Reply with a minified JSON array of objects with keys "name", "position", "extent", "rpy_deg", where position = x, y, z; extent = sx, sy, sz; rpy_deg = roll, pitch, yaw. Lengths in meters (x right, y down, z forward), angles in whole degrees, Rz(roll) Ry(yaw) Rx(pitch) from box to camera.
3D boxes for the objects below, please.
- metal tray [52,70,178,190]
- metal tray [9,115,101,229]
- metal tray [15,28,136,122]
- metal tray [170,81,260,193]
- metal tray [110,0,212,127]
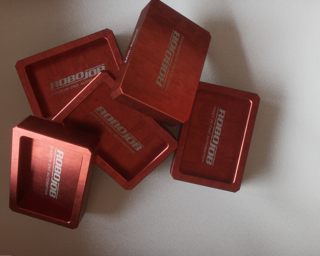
[{"name":"metal tray","position":[-0.053,0.004,0.385],"extent":[0.090,0.030,0.130],"rpy_deg":[-43,105,6]},{"name":"metal tray","position":[-0.130,0.057,0.376],"extent":[0.090,0.030,0.129],"rpy_deg":[17,118,-1]},{"name":"metal tray","position":[-0.108,-0.064,0.406],"extent":[0.131,0.030,0.090],"rpy_deg":[-21,90,-1]},{"name":"metal tray","position":[0.071,0.011,0.408],"extent":[0.091,0.030,0.129],"rpy_deg":[13,90,-1]},{"name":"metal tray","position":[0.005,-0.077,0.373],"extent":[0.090,0.030,0.130],"rpy_deg":[25,70,-23]}]
